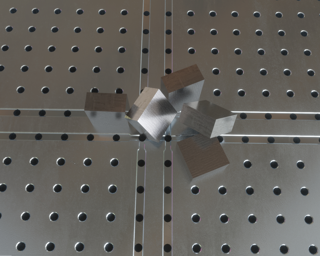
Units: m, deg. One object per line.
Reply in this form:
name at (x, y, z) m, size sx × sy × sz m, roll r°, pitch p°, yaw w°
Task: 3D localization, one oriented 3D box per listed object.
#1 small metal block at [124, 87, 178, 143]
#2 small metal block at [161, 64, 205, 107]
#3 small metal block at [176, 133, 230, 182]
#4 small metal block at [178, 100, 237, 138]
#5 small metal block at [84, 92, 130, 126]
small metal block at (-0.010, -0.017, 0.402) m, size 0.025 × 0.050 × 0.050 m, roll 15°, pitch 66°, yaw 43°
small metal block at (0.029, -0.055, 0.419) m, size 0.050 × 0.050 × 0.025 m, roll -22°, pitch 72°, yaw -8°
small metal block at (0.054, 0.035, 0.400) m, size 0.050 × 0.025 × 0.050 m, roll -21°, pitch 72°, yaw -8°
small metal block at (0.061, -0.013, 0.394) m, size 0.050 × 0.025 × 0.050 m, roll 30°, pitch 28°, yaw 34°
small metal block at (-0.067, -0.024, 0.406) m, size 0.050 × 0.050 × 0.025 m, roll 2°, pitch 70°, yaw 0°
